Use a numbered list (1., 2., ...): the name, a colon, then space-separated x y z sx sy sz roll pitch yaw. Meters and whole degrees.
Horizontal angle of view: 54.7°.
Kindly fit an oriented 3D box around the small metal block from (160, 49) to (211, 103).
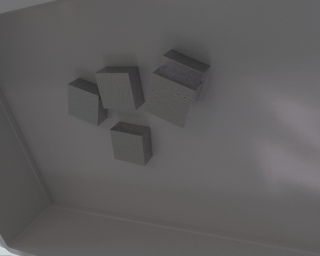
1. small metal block: 0.024 -0.056 0.361 0.050 0.025 0.050 26 128 12

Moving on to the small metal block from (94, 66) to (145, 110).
1. small metal block: -0.052 -0.052 0.404 0.050 0.025 0.050 5 121 26

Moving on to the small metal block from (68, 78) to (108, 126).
1. small metal block: -0.102 -0.037 0.440 0.050 0.025 0.050 21 127 15

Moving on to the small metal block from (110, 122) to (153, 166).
1. small metal block: -0.040 0.022 0.444 0.050 0.025 0.050 10 123 22

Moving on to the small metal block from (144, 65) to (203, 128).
1. small metal block: 0.014 -0.035 0.347 0.050 0.025 0.050 25 127 12
